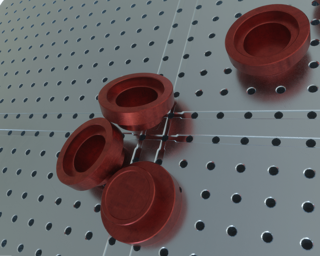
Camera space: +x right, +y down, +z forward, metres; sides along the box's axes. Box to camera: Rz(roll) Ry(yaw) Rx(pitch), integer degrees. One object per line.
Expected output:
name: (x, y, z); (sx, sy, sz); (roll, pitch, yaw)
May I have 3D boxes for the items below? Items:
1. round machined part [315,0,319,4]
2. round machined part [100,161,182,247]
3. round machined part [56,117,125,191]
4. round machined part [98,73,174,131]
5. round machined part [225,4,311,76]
round machined part: (0.241, -0.179, 0.381); (0.098, 0.042, 0.098); (-13, 56, 20)
round machined part: (-0.028, 0.083, 0.360); (0.098, 0.042, 0.098); (-13, 57, 20)
round machined part: (-0.086, 0.038, 0.410); (0.098, 0.042, 0.098); (-22, 46, 26)
round machined part: (-0.030, -0.032, 0.415); (0.099, 0.042, 0.098); (-5, 38, 4)
round machined part: (0.136, -0.105, 0.390); (0.098, 0.042, 0.098); (-13, 56, 20)
